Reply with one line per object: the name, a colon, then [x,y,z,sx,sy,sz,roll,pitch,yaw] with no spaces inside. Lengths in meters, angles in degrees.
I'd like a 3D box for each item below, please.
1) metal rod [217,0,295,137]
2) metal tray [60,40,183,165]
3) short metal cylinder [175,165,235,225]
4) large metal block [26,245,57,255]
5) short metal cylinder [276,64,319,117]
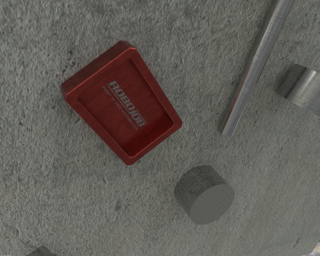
metal rod: [0.143,-0.124,0.408,0.025,0.025,0.298,5,116,-31]
metal tray: [-0.039,-0.024,0.366,0.090,0.030,0.130,-38,129,-3]
short metal cylinder: [0.071,0.107,0.496,0.081,0.050,0.079,-14,124,-21]
large metal block: [-0.174,0.225,0.435,0.080,0.050,0.080,-33,129,-7]
short metal cylinder: [0.222,-0.054,0.459,0.081,0.080,0.050,17,110,-35]
